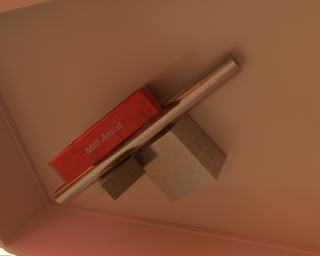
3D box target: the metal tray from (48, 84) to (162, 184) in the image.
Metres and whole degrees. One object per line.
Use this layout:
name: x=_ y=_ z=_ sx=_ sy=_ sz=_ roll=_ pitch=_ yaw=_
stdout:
metal tray: x=-0.058 y=0.002 z=0.360 sx=0.130 sy=0.090 sz=0.030 roll=-38 pitch=99 yaw=6

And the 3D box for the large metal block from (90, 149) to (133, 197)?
large metal block: x=-0.084 y=0.044 z=0.458 sx=0.080 sy=0.050 sz=0.080 roll=47 pitch=129 yaw=-6

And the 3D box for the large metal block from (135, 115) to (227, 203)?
large metal block: x=0.025 y=0.039 z=0.401 sx=0.080 sy=0.050 sz=0.080 roll=47 pitch=129 yaw=-6

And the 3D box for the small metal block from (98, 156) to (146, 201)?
small metal block: x=-0.049 y=0.061 z=0.390 sx=0.025 sy=0.050 sz=0.050 roll=50 pitch=165 yaw=-7

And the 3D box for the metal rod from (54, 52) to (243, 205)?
metal rod: x=-0.031 y=0.014 z=0.382 sx=0.299 sy=0.025 sz=0.025 roll=-37 pitch=98 yaw=23
